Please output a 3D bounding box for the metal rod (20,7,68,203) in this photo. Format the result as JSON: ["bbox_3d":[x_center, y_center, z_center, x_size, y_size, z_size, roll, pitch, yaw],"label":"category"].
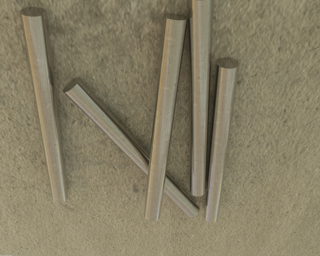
[{"bbox_3d":[-0.143,-0.003,0.402,0.025,0.025,0.298,5,130,-5],"label":"metal rod"}]

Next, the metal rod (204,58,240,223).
[{"bbox_3d":[0.083,0.041,0.443,0.025,0.025,0.298,-2,130,1],"label":"metal rod"}]

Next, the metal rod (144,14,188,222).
[{"bbox_3d":[0.002,0.011,0.394,0.025,0.025,0.298,4,124,-4],"label":"metal rod"}]

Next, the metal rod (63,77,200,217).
[{"bbox_3d":[-0.024,0.045,0.445,0.025,0.025,0.300,-26,126,20],"label":"metal rod"}]

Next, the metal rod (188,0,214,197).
[{"bbox_3d":[0.050,-0.014,0.395,0.025,0.025,0.298,-3,130,2],"label":"metal rod"}]
